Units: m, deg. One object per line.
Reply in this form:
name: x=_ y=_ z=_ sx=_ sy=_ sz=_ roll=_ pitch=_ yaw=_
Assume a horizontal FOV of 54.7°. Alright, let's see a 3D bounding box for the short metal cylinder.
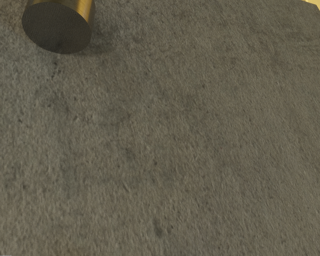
short metal cylinder: x=-0.124 y=-0.139 z=0.387 sx=0.081 sy=0.080 sz=0.050 roll=13 pitch=56 yaw=-21
